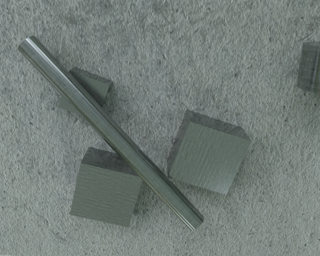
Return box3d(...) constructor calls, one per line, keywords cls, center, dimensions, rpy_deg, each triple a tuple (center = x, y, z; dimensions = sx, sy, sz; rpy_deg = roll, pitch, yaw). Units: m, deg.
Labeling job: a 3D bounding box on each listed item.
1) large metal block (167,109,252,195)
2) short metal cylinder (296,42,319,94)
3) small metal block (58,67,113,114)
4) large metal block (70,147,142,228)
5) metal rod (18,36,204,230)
box3d(cls="large metal block", center=(0.061, 0.031, 0.409), dimensions=(0.080, 0.050, 0.079), rpy_deg=(18, 109, -7))
box3d(cls="short metal cylinder", center=(0.204, -0.070, 0.357), dimensions=(0.081, 0.080, 0.050), rpy_deg=(0, 110, 0))
box3d(cls="small metal block", center=(-0.094, -0.043, 0.393), dimensions=(0.050, 0.025, 0.050), rpy_deg=(20, 109, -8))
box3d(cls="large metal block", center=(-0.071, 0.081, 0.425), dimensions=(0.080, 0.050, 0.079), rpy_deg=(14, 110, -6))
box3d(cls="metal rod", center=(-0.052, 0.013, 0.376), dimensions=(0.025, 0.025, 0.300), rpy_deg=(-40, 99, 13))
